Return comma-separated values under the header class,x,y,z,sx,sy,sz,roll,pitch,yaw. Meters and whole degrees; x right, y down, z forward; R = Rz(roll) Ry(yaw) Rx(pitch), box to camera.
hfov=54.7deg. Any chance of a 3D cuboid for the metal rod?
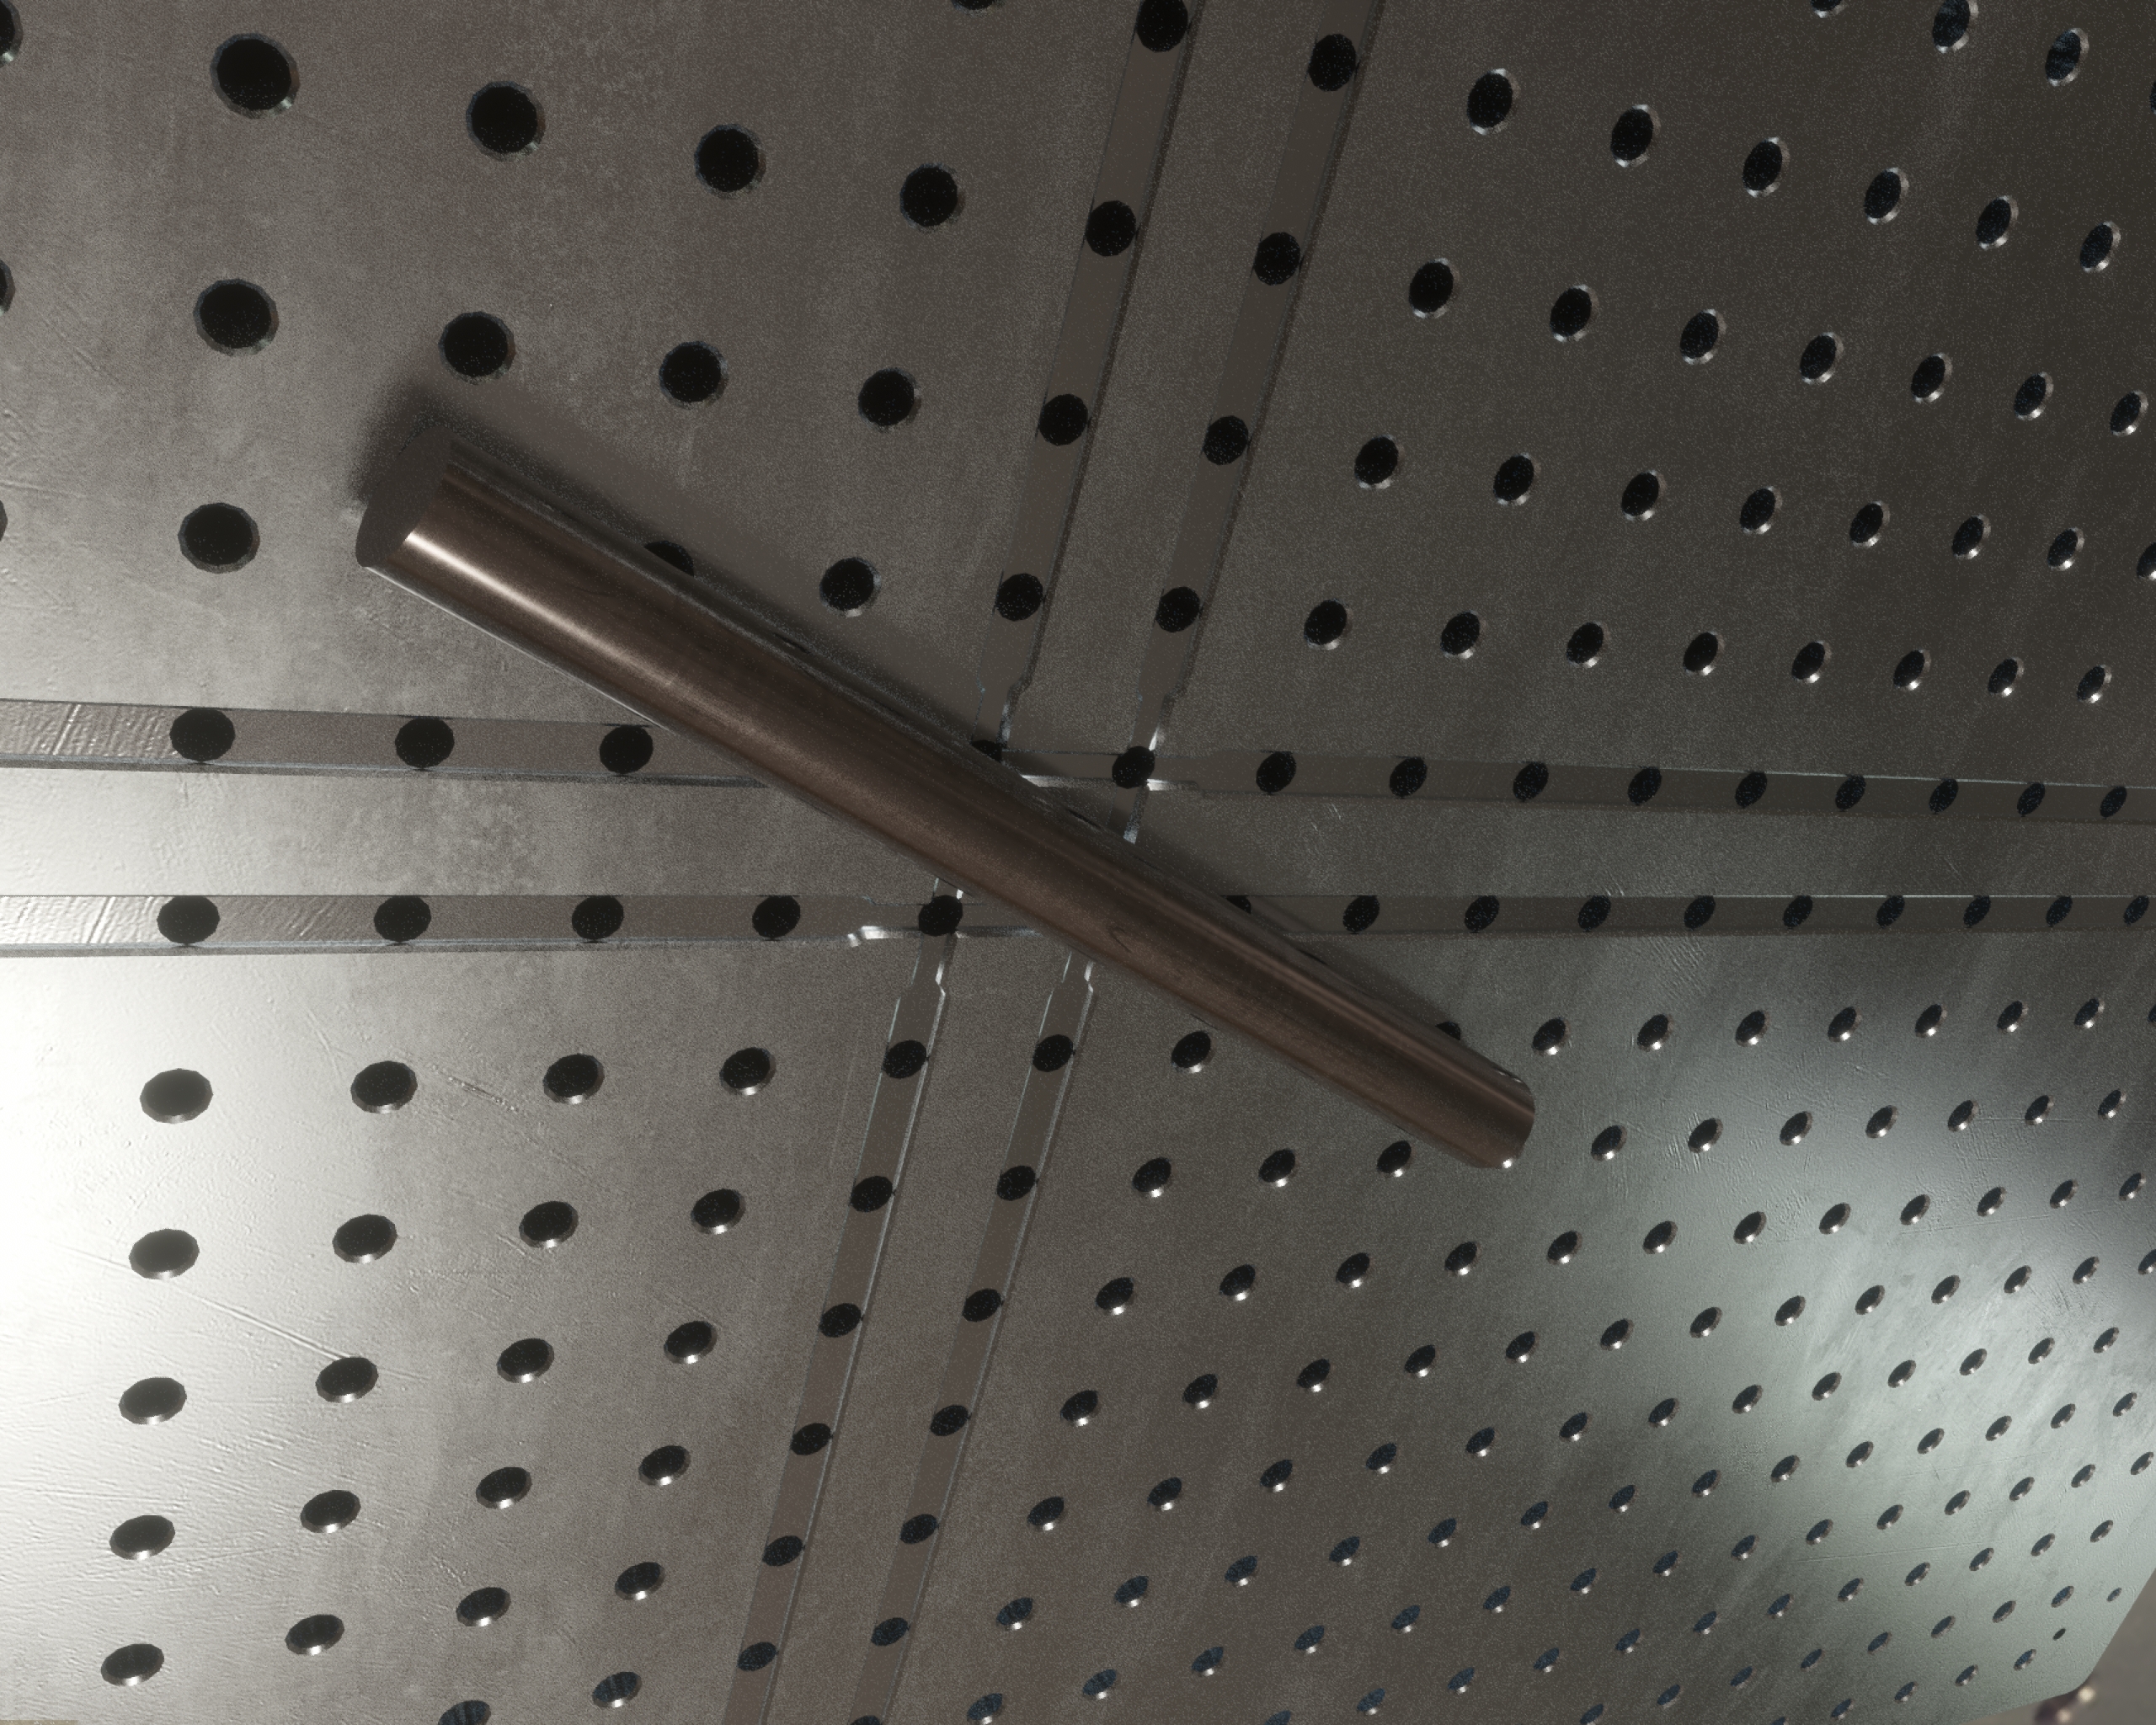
class,x,y,z,sx,sy,sz,roll,pitch,yaw
metal rod,-0.002,0.003,0.414,0.301,0.025,0.025,30,101,-38
